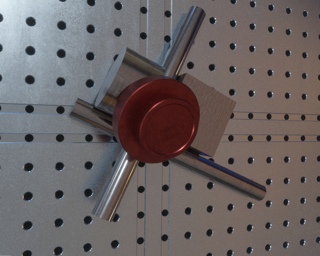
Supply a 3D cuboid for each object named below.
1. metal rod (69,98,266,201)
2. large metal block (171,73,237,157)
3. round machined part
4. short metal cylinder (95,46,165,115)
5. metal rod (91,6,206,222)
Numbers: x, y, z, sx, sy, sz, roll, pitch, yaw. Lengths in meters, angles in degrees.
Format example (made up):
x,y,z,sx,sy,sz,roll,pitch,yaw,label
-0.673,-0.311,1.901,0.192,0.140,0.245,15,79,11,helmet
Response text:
x,y,z,sx,sy,sz,roll,pitch,yaw,label
0.024,0.037,0.422,0.302,0.025,0.025,26,81,-19,metal rod
0.042,-0.016,0.412,0.080,0.050,0.080,27,81,-18,large metal block
0.002,-0.005,0.335,0.099,0.042,0.097,-10,114,-24,round machined part
-0.037,-0.049,0.370,0.050,0.080,0.080,26,81,-19,short metal cylinder
-0.007,-0.030,0.390,0.025,0.025,0.300,30,73,-18,metal rod
